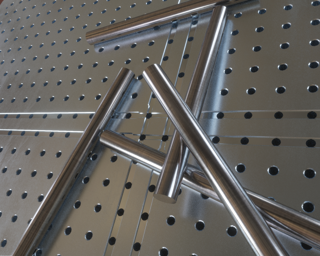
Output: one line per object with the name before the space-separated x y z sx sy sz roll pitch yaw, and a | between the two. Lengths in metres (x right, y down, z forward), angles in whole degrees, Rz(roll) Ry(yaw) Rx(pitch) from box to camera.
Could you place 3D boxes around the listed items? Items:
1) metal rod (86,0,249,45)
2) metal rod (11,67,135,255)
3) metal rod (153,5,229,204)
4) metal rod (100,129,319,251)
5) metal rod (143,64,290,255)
metal rod | 0.006 -0.186 0.517 0.301 0.025 0.025 -8 58 23
metal rod | -0.115 0.040 0.441 0.025 0.025 0.300 15 69 34
metal rod | 0.048 -0.050 0.393 0.025 0.025 0.300 2 56 29
metal rod | 0.040 0.057 0.351 0.300 0.025 0.025 21 73 35
metal rod | 0.060 0.048 0.306 0.025 0.025 0.299 -34 64 6
